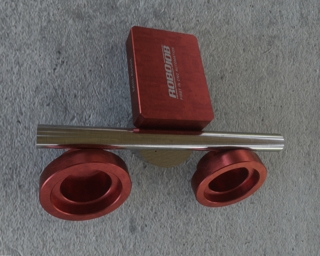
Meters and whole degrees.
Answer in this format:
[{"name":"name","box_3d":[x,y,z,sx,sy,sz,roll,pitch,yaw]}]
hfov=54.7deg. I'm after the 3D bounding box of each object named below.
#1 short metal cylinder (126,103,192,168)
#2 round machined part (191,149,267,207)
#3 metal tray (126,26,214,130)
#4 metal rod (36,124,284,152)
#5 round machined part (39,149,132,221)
[{"name":"short metal cylinder","box_3d":[0.001,0.008,0.399,0.081,0.050,0.079,0,90,-21]},{"name":"round machined part","box_3d":[0.088,0.061,0.417,0.099,0.042,0.097,-10,136,-10]},{"name":"metal tray","box_3d":[0.009,-0.062,0.383,0.091,0.030,0.130,2,63,-20]},{"name":"metal rod","box_3d":[0.017,0.014,0.365,0.303,0.025,0.025,2,89,-21]},{"name":"round machined part","box_3d":[-0.085,0.059,0.353,0.099,0.042,0.097,-11,132,-12]}]
